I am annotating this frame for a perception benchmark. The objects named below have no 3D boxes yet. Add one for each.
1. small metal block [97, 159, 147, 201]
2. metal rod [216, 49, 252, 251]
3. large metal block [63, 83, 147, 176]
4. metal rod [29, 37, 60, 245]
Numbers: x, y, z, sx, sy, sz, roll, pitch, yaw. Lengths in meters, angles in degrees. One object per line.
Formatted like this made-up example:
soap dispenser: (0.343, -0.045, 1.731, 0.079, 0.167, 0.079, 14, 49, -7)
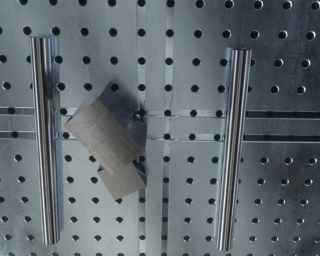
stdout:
small metal block: (-0.052, 0.067, 0.438, 0.050, 0.025, 0.050, -24, 109, 8)
metal rod: (0.100, 0.043, 0.430, 0.025, 0.025, 0.298, 0, 110, -1)
large metal block: (-0.062, -0.002, 0.383, 0.050, 0.080, 0.080, -36, 107, 12)
metal rod: (-0.155, 0.031, 0.422, 0.025, 0.025, 0.298, 4, 110, -2)
